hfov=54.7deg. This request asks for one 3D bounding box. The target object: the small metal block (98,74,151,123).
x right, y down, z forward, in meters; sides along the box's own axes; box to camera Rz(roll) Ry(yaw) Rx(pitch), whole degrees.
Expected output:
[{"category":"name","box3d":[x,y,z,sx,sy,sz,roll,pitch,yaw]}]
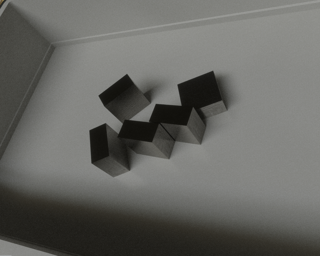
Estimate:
[{"category":"small metal block","box3d":[-0.049,-0.040,0.439,0.050,0.050,0.025,-37,51,3]}]

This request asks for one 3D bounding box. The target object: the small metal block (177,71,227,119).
[{"category":"small metal block","box3d":[0.054,-0.040,0.401,0.050,0.025,0.050,-20,54,16]}]

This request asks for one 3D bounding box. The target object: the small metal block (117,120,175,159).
[{"category":"small metal block","box3d":[-0.016,0.015,0.388,0.050,0.050,0.025,7,65,31]}]

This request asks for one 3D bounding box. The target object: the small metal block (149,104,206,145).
[{"category":"small metal block","box3d":[0.023,-0.004,0.379,0.050,0.050,0.025,7,66,31]}]

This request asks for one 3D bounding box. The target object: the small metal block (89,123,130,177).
[{"category":"small metal block","box3d":[-0.066,0.030,0.404,0.025,0.050,0.050,-23,53,14]}]
